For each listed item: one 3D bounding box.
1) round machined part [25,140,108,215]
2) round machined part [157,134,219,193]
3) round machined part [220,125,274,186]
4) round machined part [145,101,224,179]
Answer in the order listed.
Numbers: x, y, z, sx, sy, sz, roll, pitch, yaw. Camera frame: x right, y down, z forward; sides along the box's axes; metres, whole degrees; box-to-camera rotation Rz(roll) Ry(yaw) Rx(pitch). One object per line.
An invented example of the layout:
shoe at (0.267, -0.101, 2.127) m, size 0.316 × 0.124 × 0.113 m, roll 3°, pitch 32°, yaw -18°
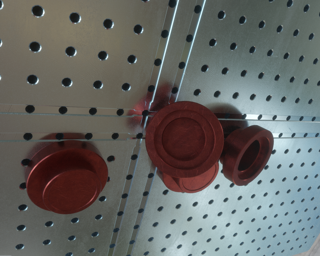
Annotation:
round machined part at (-0.111, 0.067, 0.382) m, size 0.099 × 0.042 × 0.097 m, roll -14°, pitch 125°, yaw -21°
round machined part at (0.049, 0.059, 0.465) m, size 0.099 × 0.042 × 0.097 m, roll -14°, pitch 125°, yaw -21°
round machined part at (0.132, 0.039, 0.491) m, size 0.099 × 0.042 × 0.097 m, roll -22°, pitch 127°, yaw -32°
round machined part at (0.031, 0.014, 0.407) m, size 0.099 × 0.042 × 0.097 m, roll 0°, pitch 92°, yaw 0°
